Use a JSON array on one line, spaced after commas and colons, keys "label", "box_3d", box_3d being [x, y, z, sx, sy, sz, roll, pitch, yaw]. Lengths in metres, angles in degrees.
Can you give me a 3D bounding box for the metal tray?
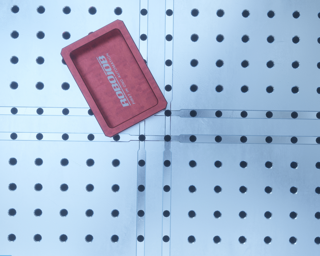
[{"label": "metal tray", "box_3d": [-0.059, -0.063, 0.410, 0.090, 0.030, 0.130, -28, 90, -1]}]
